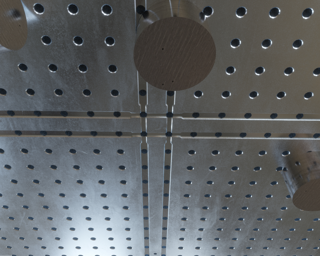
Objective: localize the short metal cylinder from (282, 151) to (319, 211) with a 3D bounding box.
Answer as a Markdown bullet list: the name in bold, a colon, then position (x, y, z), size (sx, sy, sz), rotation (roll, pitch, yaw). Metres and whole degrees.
- **short metal cylinder**: position (0.233, 0.081, 0.466), size (0.081, 0.050, 0.079), rotation (0, 130, 0)

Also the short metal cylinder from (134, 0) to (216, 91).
- **short metal cylinder**: position (0.014, -0.086, 0.322), size (0.081, 0.050, 0.079), rotation (0, 130, 0)

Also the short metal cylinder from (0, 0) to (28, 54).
- **short metal cylinder**: position (-0.168, -0.106, 0.283), size (0.050, 0.080, 0.080), rotation (-10, 130, 8)
